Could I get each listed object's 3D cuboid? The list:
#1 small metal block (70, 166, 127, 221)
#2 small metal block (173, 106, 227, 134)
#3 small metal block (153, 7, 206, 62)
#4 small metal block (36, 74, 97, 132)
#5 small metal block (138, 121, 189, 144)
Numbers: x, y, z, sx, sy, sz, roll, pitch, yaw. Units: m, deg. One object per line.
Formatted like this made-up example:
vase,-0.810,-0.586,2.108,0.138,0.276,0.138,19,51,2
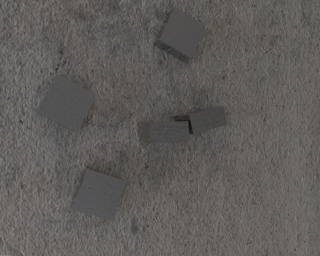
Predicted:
small metal block,-0.076,0.080,0.381,0.050,0.025,0.050,22,83,-19
small metal block,0.053,-0.010,0.415,0.050,0.050,0.025,-15,95,-19
small metal block,0.026,-0.125,0.418,0.050,0.025,0.050,26,81,-18
small metal block,-0.111,-0.029,0.368,0.050,0.025,0.050,28,81,-18
small metal block,0.003,0.005,0.397,0.050,0.050,0.025,-3,91,-20
